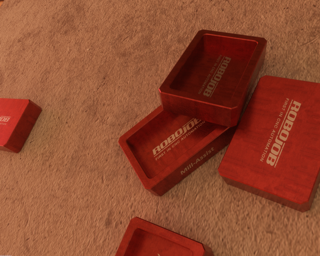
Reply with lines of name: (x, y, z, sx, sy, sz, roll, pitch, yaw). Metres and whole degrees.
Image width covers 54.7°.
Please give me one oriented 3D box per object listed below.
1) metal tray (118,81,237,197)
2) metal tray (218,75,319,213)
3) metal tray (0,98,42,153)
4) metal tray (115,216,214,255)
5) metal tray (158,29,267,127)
metal tray: (0.022, 0.010, 0.383, 0.130, 0.030, 0.090, -38, 51, 2)
metal tray: (0.129, 0.010, 0.326, 0.090, 0.030, 0.130, 17, 70, 34)
metal tray: (-0.283, -0.008, 0.554, 0.130, 0.030, 0.090, 5, 64, 30)
metal tray: (-0.012, 0.165, 0.305, 0.090, 0.030, 0.130, 11, 67, 33)
metal tray: (0.067, -0.066, 0.373, 0.090, 0.030, 0.130, 16, 54, 22)
